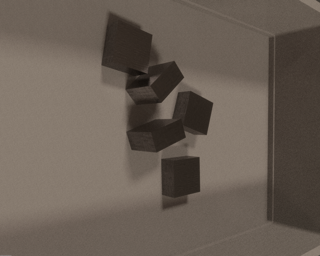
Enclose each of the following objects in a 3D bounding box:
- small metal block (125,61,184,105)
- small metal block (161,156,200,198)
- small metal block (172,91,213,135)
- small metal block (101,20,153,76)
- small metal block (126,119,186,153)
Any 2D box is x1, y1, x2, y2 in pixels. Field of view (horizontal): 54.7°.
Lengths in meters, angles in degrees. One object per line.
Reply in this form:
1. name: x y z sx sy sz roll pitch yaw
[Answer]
1. small metal block: -0.007 -0.055 0.387 0.050 0.050 0.025 -50 120 -29
2. small metal block: 0.030 0.067 0.434 0.050 0.025 0.050 -2 92 -40
3. small metal block: 0.047 -0.021 0.449 0.050 0.025 0.050 21 77 -38
4. small metal block: -0.039 -0.095 0.375 0.050 0.025 0.050 11 83 -40
5. small metal block: -0.005 0.008 0.388 0.050 0.050 0.025 -24 106 -38
